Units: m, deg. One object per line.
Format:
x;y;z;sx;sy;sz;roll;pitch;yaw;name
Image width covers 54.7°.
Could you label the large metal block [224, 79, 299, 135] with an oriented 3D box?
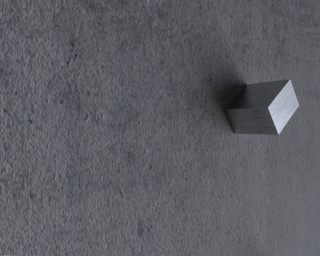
0.167;-0.034;0.509;0.080;0.080;0.050;-44;117;-31;large metal block
